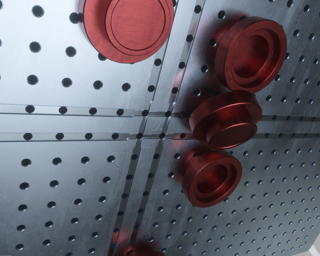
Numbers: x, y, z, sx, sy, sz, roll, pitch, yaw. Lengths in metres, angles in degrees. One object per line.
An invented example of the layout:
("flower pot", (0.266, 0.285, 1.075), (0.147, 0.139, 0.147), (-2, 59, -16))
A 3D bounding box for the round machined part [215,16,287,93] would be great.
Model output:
("round machined part", (0.113, -0.096, 0.405), (0.099, 0.042, 0.097), (-14, 124, -21))

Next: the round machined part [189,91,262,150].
("round machined part", (0.093, -0.004, 0.425), (0.099, 0.042, 0.098), (-12, 150, -7))

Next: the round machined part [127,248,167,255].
("round machined part", (-0.031, 0.249, 0.539), (0.099, 0.042, 0.097), (-14, 124, -21))

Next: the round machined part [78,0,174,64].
("round machined part", (-0.029, -0.113, 0.316), (0.099, 0.042, 0.097), (-14, 125, -21))

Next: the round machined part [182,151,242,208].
("round machined part", (0.077, 0.075, 0.491), (0.099, 0.042, 0.097), (-14, 125, -21))
